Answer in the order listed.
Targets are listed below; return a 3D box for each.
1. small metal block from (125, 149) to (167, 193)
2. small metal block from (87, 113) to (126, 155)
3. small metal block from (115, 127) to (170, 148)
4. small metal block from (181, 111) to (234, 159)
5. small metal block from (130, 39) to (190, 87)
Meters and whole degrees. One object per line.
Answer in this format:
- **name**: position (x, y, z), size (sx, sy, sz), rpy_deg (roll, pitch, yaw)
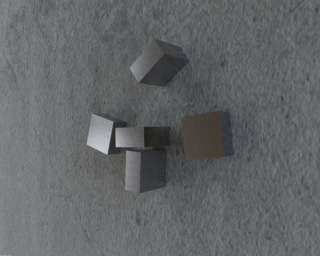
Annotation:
- **small metal block**: position (-0.017, 0.054, 0.401), size (0.025, 0.050, 0.050), rpy_deg (3, 92, 40)
- **small metal block**: position (-0.082, 0.008, 0.470), size (0.050, 0.025, 0.050), rpy_deg (20, 102, 38)
- **small metal block**: position (-0.022, 0.012, 0.405), size (0.050, 0.050, 0.025), rpy_deg (-2, 89, 39)
- **small metal block**: position (0.055, 0.009, 0.359), size (0.050, 0.025, 0.050), rpy_deg (-9, 85, 39)
- **small metal block**: position (0.000, -0.079, 0.387), size (0.050, 0.050, 0.025), rpy_deg (-43, 64, 31)
